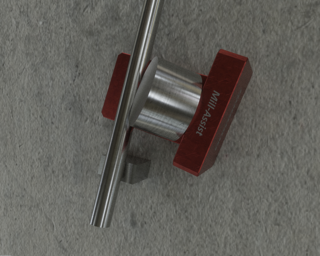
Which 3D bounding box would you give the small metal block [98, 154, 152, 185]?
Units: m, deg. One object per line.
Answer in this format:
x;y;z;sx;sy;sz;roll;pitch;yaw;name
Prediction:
-0.046;0.052;0.412;0.050;0.050;0.025;14;95;19;small metal block

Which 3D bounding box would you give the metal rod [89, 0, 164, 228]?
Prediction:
-0.038;-0.030;0.381;0.025;0.025;0.298;11;85;19;metal rod

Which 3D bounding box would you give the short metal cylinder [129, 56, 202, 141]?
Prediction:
0.004;-0.031;0.340;0.050;0.080;0.080;20;98;-15;short metal cylinder

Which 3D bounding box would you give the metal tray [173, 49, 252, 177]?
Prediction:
0.063;-0.015;0.353;0.030;0.090;0.129;24;98;18;metal tray

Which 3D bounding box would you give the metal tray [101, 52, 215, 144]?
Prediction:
-0.004;-0.039;0.408;0.130;0.030;0.089;19;96;18;metal tray
